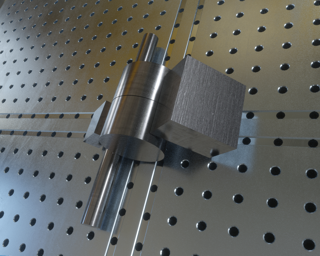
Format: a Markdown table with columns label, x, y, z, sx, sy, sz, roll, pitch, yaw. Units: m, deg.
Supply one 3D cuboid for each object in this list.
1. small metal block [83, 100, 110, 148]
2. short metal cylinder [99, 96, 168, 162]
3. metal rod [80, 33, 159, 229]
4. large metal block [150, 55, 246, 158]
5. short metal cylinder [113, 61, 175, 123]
| label | x | y | z | sx | sy | sz | roll | pitch | yaw |
| --- | --- | --- | --- | --- | --- | --- | --- | --- | --- |
| small metal block | -0.080 | -0.004 | 0.434 | 0.050 | 0.025 | 0.050 | -29 | 41 | 56 |
| short metal cylinder | -0.028 | 0.003 | 0.380 | 0.080 | 0.080 | 0.050 | 1 | 62 | 28 |
| metal rod | -0.049 | -0.013 | 0.436 | 0.025 | 0.025 | 0.300 | 1 | 62 | 28 |
| large metal block | 0.044 | -0.021 | 0.349 | 0.050 | 0.080 | 0.080 | -32 | 39 | 59 |
| short metal cylinder | -0.016 | -0.042 | 0.402 | 0.080 | 0.080 | 0.050 | 1 | 62 | 28 |
